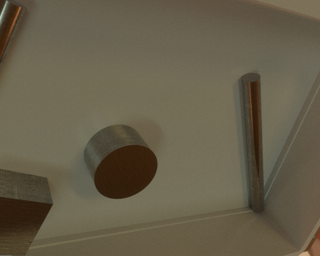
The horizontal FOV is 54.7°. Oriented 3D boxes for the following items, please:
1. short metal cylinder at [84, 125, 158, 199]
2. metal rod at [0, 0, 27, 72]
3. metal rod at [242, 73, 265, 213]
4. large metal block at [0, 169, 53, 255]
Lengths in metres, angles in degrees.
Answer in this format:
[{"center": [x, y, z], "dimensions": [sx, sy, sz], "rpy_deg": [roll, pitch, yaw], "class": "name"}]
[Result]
[{"center": [-0.050, 0.042, 0.393], "dimensions": [0.081, 0.050, 0.079], "rpy_deg": [-14, 125, -21], "class": "short metal cylinder"}, {"center": [-0.203, 0.014, 0.306], "dimensions": [0.025, 0.025, 0.298], "rpy_deg": [20, 108, -36], "class": "metal rod"}, {"center": [0.162, 0.043, 0.526], "dimensions": [0.025, 0.025, 0.298], "rpy_deg": [-26, 128, -13], "class": "metal rod"}, {"center": [-0.181, 0.096, 0.353], "dimensions": [0.080, 0.050, 0.080], "rpy_deg": [21, 107, -36], "class": "large metal block"}]
